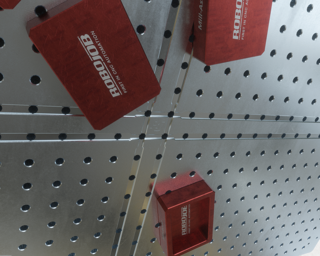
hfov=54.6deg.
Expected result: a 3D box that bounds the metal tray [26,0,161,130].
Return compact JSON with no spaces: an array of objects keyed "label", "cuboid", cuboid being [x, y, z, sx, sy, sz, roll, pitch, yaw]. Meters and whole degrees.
[{"label":"metal tray","cuboid":[-0.063,-0.070,0.329,0.090,0.030,0.130,-33,129,-7]}]

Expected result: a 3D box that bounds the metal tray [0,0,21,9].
[{"label":"metal tray","cuboid":[-0.113,-0.172,0.239,0.130,0.030,0.090,-45,129,3]}]

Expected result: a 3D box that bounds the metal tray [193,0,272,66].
[{"label":"metal tray","cuboid":[0.087,-0.146,0.365,0.091,0.030,0.129,-15,125,-20]}]

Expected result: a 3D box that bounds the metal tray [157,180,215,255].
[{"label":"metal tray","cuboid":[0.046,0.159,0.529,0.091,0.030,0.129,-17,125,-19]}]
